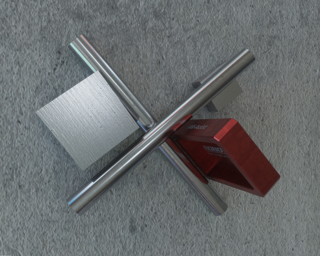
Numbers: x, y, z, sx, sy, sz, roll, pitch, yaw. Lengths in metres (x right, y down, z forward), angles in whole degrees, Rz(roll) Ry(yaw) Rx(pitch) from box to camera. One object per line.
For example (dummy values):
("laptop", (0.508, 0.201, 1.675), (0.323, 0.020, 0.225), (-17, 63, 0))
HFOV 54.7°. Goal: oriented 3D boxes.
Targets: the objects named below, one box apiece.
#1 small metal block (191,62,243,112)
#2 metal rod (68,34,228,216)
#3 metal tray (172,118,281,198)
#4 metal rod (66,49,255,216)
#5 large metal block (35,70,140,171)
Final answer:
("small metal block", (0.082, -0.058, 0.442), (0.050, 0.025, 0.050), (-37, 102, -16))
("metal rod", (-0.007, 0.006, 0.409), (0.025, 0.025, 0.300), (-44, 104, -15))
("metal tray", (0.073, 0.032, 0.382), (0.030, 0.130, 0.090), (-44, 104, -14))
("metal rod", (0.012, -0.005, 0.389), (0.301, 0.025, 0.025), (-41, 103, -16))
("large metal block", (-0.085, -0.009, 0.365), (0.080, 0.050, 0.080), (-39, 103, -16))
